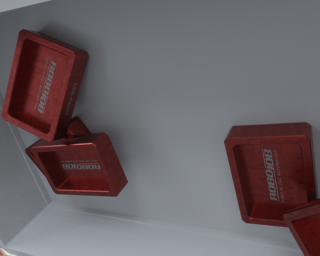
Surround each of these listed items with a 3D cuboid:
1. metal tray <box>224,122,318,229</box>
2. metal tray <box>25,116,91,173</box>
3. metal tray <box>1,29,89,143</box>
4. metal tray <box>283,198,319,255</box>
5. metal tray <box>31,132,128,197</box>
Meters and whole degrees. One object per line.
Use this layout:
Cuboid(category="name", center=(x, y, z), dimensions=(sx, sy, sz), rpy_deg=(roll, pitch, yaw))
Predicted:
Cuboid(category="metal tray", center=(0.135, 0.059, 0.369), dimensions=(0.090, 0.030, 0.129), rpy_deg=(-4, 117, 29))
Cuboid(category="metal tray", center=(-0.155, 0.045, 0.512), dimensions=(0.130, 0.030, 0.090), rpy_deg=(-25, 105, 36))
Cuboid(category="metal tray", center=(-0.159, -0.057, 0.423), dimensions=(0.090, 0.030, 0.129), rpy_deg=(24, 107, 13))
Cuboid(category="metal tray", center=(0.181, 0.131, 0.293), dimensions=(0.090, 0.030, 0.130), rpy_deg=(104, 143, -66))
Cuboid(category="metal tray", center=(-0.121, 0.056, 0.462), dimensions=(0.130, 0.030, 0.090), rpy_deg=(-5, 116, 30))
